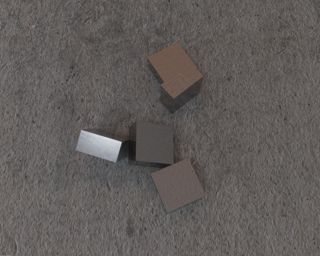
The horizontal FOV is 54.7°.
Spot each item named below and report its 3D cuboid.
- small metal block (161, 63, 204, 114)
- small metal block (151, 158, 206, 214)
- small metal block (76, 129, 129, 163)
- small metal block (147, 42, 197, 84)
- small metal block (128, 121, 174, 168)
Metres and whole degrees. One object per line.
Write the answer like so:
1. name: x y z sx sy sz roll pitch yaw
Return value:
1. small metal block: 0.028 -0.052 0.414 0.050 0.050 0.025 -38 75 -13
2. small metal block: 0.022 0.072 0.382 0.050 0.025 0.050 -22 72 -8
3. small metal block: -0.068 0.020 0.384 0.050 0.050 0.025 16 94 6
4. small metal block: 0.017 -0.086 0.439 0.050 0.025 0.050 -30 73 -11
5. small metal block: -0.011 0.022 0.390 0.050 0.025 0.050 9 68 -25
